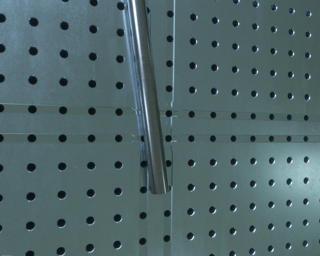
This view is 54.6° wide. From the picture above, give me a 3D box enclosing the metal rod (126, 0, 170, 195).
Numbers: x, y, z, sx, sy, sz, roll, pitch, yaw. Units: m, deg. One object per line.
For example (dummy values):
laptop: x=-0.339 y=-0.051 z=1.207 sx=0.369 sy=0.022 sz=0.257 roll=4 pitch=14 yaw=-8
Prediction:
metal rod: x=-0.018 y=-0.063 z=0.405 sx=0.025 sy=0.025 sz=0.298 roll=-8 pitch=93 yaw=-20
